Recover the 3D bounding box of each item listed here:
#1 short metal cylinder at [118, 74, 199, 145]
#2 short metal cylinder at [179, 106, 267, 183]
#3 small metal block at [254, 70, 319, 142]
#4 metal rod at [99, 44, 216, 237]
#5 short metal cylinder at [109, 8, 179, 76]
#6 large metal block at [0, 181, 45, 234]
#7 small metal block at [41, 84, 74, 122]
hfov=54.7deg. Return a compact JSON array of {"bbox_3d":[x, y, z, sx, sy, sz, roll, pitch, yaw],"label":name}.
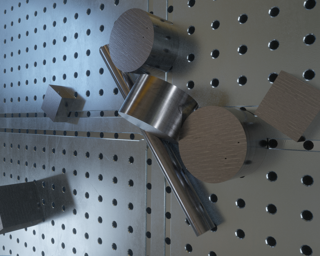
[{"bbox_3d":[-0.002,-0.021,0.366,0.080,0.080,0.050,22,81,38],"label":"short metal cylinder"},{"bbox_3d":[0.068,0.017,0.337,0.080,0.050,0.080,0,90,40],"label":"short metal cylinder"},{"bbox_3d":[0.130,-0.021,0.302,0.050,0.025,0.050,41,115,32],"label":"small metal block"},{"bbox_3d":[-0.013,0.001,0.420,0.025,0.025,0.299,-43,64,31],"label":"metal rod"},{"bbox_3d":[-0.022,-0.111,0.411,0.080,0.050,0.080,0,90,40],"label":"short metal cylinder"},{"bbox_3d":[-0.286,0.157,0.610,0.050,0.081,0.080,-36,68,34],"label":"large metal block"},{"bbox_3d":[-0.187,-0.045,0.565,0.050,0.025,0.050,39,114,33],"label":"small metal block"}]
